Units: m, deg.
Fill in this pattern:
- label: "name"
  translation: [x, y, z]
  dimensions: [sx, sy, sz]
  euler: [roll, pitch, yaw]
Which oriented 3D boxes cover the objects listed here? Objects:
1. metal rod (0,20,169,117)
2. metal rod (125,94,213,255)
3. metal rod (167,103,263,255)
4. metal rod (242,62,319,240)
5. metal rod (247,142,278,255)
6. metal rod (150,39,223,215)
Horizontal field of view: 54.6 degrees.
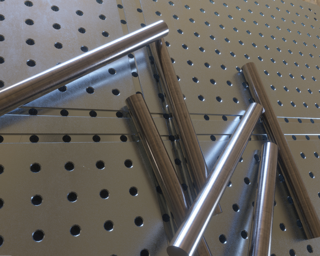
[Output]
- label: "metal rod"
  translation: [-0.099, -0.077, 0.384]
  dimensions: [0.302, 0.025, 0.025]
  euler: [-36, 82, -33]
- label: "metal rod"
  translation: [0.022, 0.091, 0.364]
  dimensions: [0.025, 0.025, 0.299]
  euler: [-11, 67, -33]
- label: "metal rod"
  translation: [0.087, 0.044, 0.401]
  dimensions: [0.025, 0.025, 0.301]
  euler: [42, 43, 1]
- label: "metal rod"
  translation: [0.189, 0.021, 0.495]
  dimensions: [0.025, 0.025, 0.299]
  euler: [2, 61, -27]
- label: "metal rod"
  translation: [0.122, 0.128, 0.376]
  dimensions: [0.025, 0.025, 0.301]
  euler: [33, 46, -7]
- label: "metal rod"
  translation: [0.026, -0.026, 0.437]
  dimensions: [0.025, 0.025, 0.299]
  euler: [-2, 63, -29]
